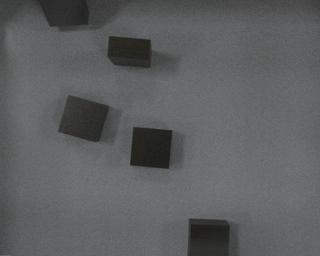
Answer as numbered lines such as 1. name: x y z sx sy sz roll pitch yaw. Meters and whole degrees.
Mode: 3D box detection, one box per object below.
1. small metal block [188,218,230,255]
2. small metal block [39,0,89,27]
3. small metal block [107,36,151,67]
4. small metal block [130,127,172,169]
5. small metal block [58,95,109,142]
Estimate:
1. small metal block: 0.064 0.150 0.412 0.050 0.025 0.050 2 90 0
2. small metal block: -0.122 -0.159 0.395 0.050 0.050 0.025 -4 59 0
3. small metal block: -0.037 -0.097 0.398 0.050 0.050 0.025 5 90 0
4. small metal block: -0.011 0.026 0.411 0.050 0.025 0.050 5 90 0
5. small metal block: -0.100 -0.012 0.410 0.050 0.025 0.050 16 90 0
